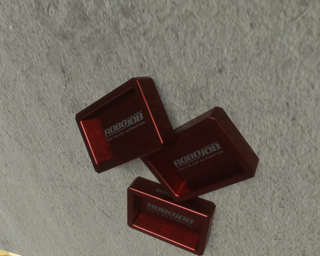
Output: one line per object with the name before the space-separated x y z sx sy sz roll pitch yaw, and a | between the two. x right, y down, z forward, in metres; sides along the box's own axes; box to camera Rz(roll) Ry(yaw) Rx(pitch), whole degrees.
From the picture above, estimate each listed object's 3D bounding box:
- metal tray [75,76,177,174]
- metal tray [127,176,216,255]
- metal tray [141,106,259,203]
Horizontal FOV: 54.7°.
metal tray | -0.050 0.000 0.407 0.130 0.030 0.090 -25 85 37
metal tray | 0.014 0.136 0.478 0.130 0.030 0.089 16 125 18
metal tray | 0.047 0.040 0.401 0.130 0.030 0.090 -30 102 37
